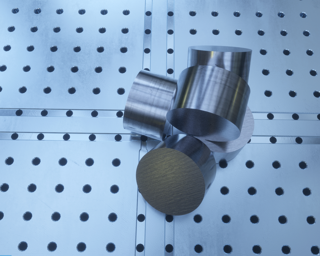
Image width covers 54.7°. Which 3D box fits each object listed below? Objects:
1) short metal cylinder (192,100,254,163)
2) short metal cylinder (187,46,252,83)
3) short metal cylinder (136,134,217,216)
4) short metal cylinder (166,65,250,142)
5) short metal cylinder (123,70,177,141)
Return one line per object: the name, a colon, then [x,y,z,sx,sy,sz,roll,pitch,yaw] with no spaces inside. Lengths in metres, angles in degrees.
short metal cylinder: [0.074,0.001,0.398,0.081,0.050,0.080,0,69,0]
short metal cylinder: [0.076,-0.078,0.404,0.080,0.080,0.050,2,110,1]
short metal cylinder: [0.020,0.052,0.357,0.080,0.050,0.079,7,108,22]
short metal cylinder: [0.053,-0.024,0.338,0.080,0.080,0.050,16,71,6]
short metal cylinder: [-0.008,-0.029,0.393,0.050,0.080,0.080,18,71,6]
